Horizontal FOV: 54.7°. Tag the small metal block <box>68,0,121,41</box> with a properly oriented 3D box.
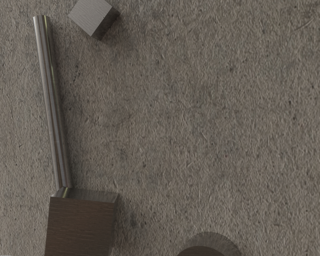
[{"bbox_3d":[-0.094,-0.162,0.441,0.050,0.025,0.050,43,103,14],"label":"small metal block"}]

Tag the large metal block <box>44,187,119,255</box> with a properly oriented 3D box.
[{"bbox_3d":[-0.103,0.129,0.417,0.081,0.050,0.079,6,92,-1],"label":"large metal block"}]

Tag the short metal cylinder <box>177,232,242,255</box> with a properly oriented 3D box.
[{"bbox_3d":[0.058,0.174,0.375,0.080,0.050,0.079,0,90,19],"label":"short metal cylinder"}]

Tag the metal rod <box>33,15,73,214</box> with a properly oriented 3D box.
[{"bbox_3d":[-0.157,-0.019,0.462,0.025,0.025,0.298,-10,87,19],"label":"metal rod"}]
